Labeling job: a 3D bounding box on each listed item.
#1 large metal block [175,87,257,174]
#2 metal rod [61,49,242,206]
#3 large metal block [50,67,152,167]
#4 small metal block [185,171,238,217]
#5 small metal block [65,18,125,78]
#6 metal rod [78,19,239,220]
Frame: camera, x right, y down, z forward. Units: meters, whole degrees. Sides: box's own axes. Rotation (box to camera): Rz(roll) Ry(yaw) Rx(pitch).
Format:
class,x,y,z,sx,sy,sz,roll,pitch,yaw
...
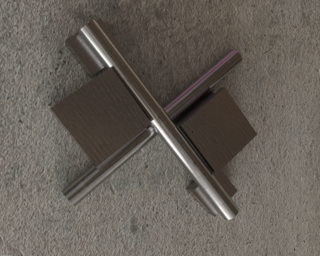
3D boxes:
class,x,y,z,sx,sy,sz,roll,pitch,yaw
large metal block,0.070,0.003,0.423,0.080,0.050,0.080,-41,103,-15
metal rod,0.000,-0.010,0.411,0.301,0.025,0.025,-41,103,-16
large metal block,-0.071,-0.013,0.369,0.080,0.050,0.080,-39,103,-16
small metal block,0.073,0.087,0.438,0.050,0.025,0.050,-45,104,-15
small metal block,-0.080,-0.097,0.381,0.050,0.025,0.050,-39,103,-16
metal rod,0.007,-0.001,0.386,0.025,0.025,0.300,-41,103,-15
